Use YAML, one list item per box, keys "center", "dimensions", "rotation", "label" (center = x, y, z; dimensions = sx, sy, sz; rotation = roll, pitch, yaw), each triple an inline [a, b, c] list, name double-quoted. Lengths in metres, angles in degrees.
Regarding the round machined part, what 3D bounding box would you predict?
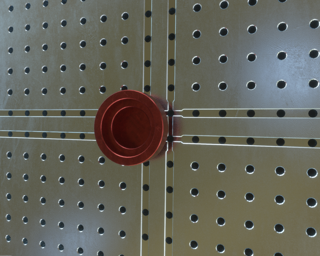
- center: [-0.035, 0.000, 0.416]
  dimensions: [0.098, 0.042, 0.097]
  rotation: [0, 90, 20]
  label: "round machined part"
